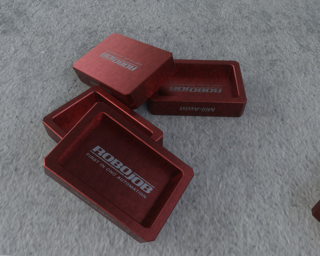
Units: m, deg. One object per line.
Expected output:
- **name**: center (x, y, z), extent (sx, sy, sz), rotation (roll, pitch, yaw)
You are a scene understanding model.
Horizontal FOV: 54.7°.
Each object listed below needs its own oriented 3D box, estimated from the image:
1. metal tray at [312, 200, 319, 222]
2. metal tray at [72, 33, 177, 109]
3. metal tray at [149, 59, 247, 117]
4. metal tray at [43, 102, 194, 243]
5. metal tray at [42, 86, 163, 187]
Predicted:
- **metal tray**: center (0.238, 0.106, 0.313), extent (0.091, 0.030, 0.130), rotation (-27, 55, -21)
- **metal tray**: center (-0.053, -0.087, 0.446), extent (0.130, 0.030, 0.090), rotation (30, 65, 36)
- **metal tray**: center (0.052, -0.060, 0.450), extent (0.131, 0.030, 0.090), rotation (2, 50, 1)
- **metal tray**: center (-0.041, 0.045, 0.324), extent (0.130, 0.030, 0.090), rotation (37, 61, -1)
- **metal tray**: center (-0.072, 0.007, 0.392), extent (0.130, 0.030, 0.090), rotation (35, 58, 25)
